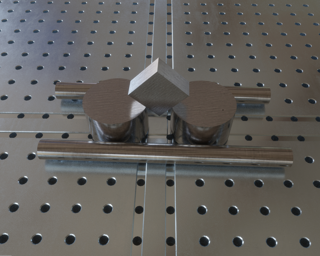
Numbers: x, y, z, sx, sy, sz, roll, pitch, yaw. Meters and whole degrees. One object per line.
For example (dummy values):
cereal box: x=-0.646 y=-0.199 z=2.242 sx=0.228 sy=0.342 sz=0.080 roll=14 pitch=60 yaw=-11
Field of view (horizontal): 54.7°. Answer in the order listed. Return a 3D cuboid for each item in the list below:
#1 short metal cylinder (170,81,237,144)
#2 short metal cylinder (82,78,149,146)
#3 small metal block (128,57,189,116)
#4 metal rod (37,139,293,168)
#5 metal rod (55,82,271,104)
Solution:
short metal cylinder: x=0.054 y=-0.016 z=0.401 sx=0.081 sy=0.050 sz=0.080 roll=0 pitch=50 yaw=0
short metal cylinder: x=-0.055 y=-0.019 z=0.403 sx=0.081 sy=0.050 sz=0.080 roll=0 pitch=50 yaw=0
small metal block: x=-0.001 y=-0.047 z=0.366 sx=0.050 sy=0.050 sz=0.025 roll=33 pitch=42 yaw=-30
metal rod: x=0.005 y=0.031 z=0.377 sx=0.302 sy=0.025 sz=0.025 roll=2 pitch=50 yaw=1
metal rod: x=0.004 y=-0.050 z=0.445 sx=0.302 sy=0.025 sz=0.025 roll=2 pitch=50 yaw=1
